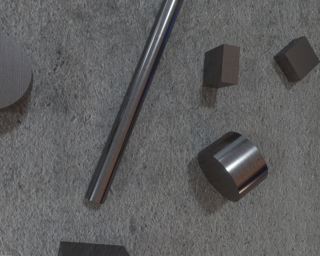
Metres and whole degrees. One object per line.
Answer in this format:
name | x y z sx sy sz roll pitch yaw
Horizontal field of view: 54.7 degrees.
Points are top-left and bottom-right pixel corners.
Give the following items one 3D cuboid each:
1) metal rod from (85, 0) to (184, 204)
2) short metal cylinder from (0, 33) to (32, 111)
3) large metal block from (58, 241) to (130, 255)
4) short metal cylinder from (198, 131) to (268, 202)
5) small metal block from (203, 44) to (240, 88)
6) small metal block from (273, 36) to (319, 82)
metal rod | -0.028 -0.050 0.399 0.025 0.025 0.299 23 82 -19
short metal cylinder | -0.179 -0.058 0.329 0.081 0.050 0.079 0 90 -21
large metal block | -0.076 0.171 0.353 0.081 0.080 0.050 13 86 -20
short metal cylinder | 0.096 0.051 0.417 0.050 0.080 0.080 -33 101 -17
small metal block | 0.084 -0.084 0.428 0.025 0.050 0.050 5 89 -20
small metal block | 0.217 -0.109 0.491 0.050 0.025 0.050 -41 103 -16
